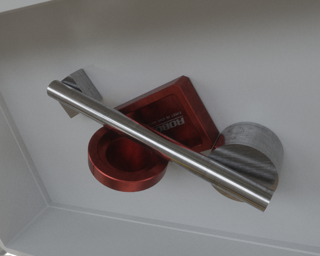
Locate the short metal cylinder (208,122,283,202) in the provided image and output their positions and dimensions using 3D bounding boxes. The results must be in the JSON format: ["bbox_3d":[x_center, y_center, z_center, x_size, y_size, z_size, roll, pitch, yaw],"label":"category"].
[{"bbox_3d":[0.099,0.040,0.362,0.080,0.050,0.079,13,124,20],"label":"short metal cylinder"}]

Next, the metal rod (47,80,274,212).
[{"bbox_3d":[-0.015,0.011,0.367,0.301,0.025,0.025,27,128,19],"label":"metal rod"}]

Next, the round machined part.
[{"bbox_3d":[-0.040,0.039,0.386,0.098,0.098,0.042,25,135,12],"label":"round machined part"}]

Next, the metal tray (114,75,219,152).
[{"bbox_3d":[-0.002,-0.002,0.401,0.130,0.030,0.090,-21,108,35],"label":"metal tray"}]

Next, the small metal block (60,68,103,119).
[{"bbox_3d":[-0.119,-0.048,0.437,0.050,0.025,0.050,-24,106,36],"label":"small metal block"}]
